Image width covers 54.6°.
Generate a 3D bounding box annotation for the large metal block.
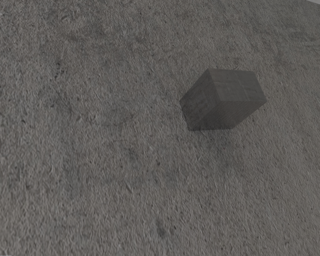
[{"bbox_3d":[0.086,-0.038,0.437,0.081,0.080,0.050,-2,63,-29],"label":"large metal block"}]
